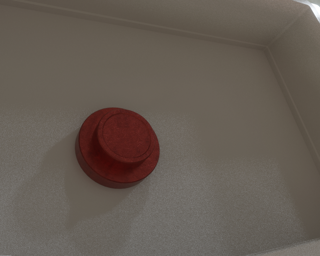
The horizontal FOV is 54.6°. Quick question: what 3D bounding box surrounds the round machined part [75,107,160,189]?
[{"bbox_3d":[-0.045,0.017,0.360,0.099,0.042,0.098,13,56,-21],"label":"round machined part"}]
